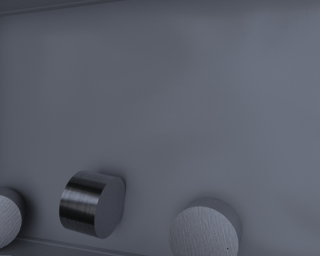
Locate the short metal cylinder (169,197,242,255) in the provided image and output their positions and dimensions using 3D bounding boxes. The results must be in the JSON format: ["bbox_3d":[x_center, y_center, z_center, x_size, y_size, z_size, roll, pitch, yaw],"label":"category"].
[{"bbox_3d":[0.057,0.129,0.377,0.080,0.050,0.079,0,90,19],"label":"short metal cylinder"}]

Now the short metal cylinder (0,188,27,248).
[{"bbox_3d":[-0.246,0.134,0.462,0.081,0.050,0.079,0,90,-15],"label":"short metal cylinder"}]

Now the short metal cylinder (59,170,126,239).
[{"bbox_3d":[-0.087,0.100,0.411,0.050,0.080,0.079,8,93,19],"label":"short metal cylinder"}]
